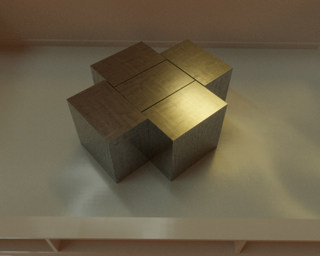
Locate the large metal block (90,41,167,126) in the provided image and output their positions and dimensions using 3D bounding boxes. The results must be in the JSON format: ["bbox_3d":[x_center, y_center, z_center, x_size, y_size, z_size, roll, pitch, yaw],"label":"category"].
[{"bbox_3d":[-0.039,-0.056,0.414,0.080,0.080,0.050,-33,58,-25],"label":"large metal block"}]

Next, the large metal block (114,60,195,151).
[{"bbox_3d":[-0.006,-0.026,0.390,0.080,0.080,0.050,-33,58,-25],"label":"large metal block"}]

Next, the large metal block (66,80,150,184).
[{"bbox_3d":[-0.058,0.004,0.364,0.050,0.080,0.080,-34,58,-25],"label":"large metal block"}]

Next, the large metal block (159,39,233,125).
[{"bbox_3d":[0.044,-0.059,0.419,0.050,0.080,0.080,-34,58,-25],"label":"large metal block"}]

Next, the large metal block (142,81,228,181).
[{"bbox_3d":[0.027,0.004,0.366,0.080,0.080,0.050,-33,58,-25],"label":"large metal block"}]
